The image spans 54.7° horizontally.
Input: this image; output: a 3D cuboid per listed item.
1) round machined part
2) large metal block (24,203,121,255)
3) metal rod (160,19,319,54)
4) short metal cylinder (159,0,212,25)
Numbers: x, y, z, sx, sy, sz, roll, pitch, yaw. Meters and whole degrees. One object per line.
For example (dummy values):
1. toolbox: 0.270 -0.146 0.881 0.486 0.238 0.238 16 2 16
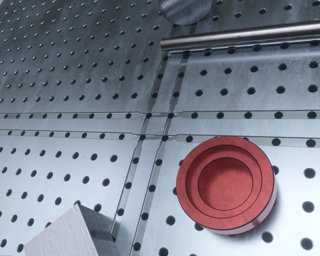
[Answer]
1. round machined part: 0.070 0.061 0.323 0.098 0.042 0.098 -13 56 20
2. large metal block: -0.097 0.147 0.351 0.080 0.050 0.080 -39 51 1
3. metal rod: 0.138 -0.123 0.410 0.300 0.025 0.025 3 63 29
4. short metal cylinder: 0.038 -0.209 0.480 0.080 0.080 0.050 -14 56 20
